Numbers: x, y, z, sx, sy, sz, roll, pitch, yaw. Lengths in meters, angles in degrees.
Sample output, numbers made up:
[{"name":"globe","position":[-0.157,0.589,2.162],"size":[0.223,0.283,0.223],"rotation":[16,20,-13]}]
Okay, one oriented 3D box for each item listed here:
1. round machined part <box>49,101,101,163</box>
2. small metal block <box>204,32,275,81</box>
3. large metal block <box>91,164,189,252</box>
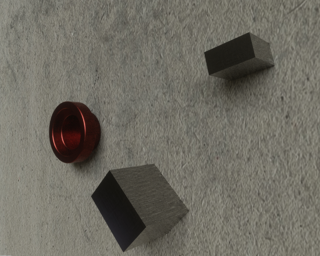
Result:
[{"name":"round machined part","position":[-0.134,0.007,0.501],"size":[0.098,0.042,0.097],"rotation":[0,90,39]},{"name":"small metal block","position":[0.082,-0.071,0.320],"size":[0.050,0.050,0.025],"rotation":[-17,80,38]},{"name":"large metal block","position":[-0.025,0.095,0.387],"size":[0.080,0.081,0.050],"rotation":[51,120,27]}]
